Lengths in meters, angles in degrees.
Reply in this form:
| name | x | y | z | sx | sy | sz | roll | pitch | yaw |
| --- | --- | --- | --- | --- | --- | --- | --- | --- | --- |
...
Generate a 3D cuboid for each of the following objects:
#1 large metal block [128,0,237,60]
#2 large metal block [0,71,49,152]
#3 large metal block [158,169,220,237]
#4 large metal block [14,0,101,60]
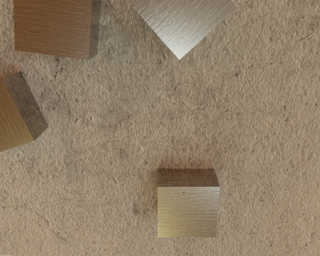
| name | x | y | z | sx | sy | sz | roll | pitch | yaw |
| --- | --- | --- | --- | --- | --- | --- | --- | --- | --- |
| large metal block | 0.024 | -0.137 | 0.346 | 0.080 | 0.050 | 0.080 | -41 | 105 | 13 |
| large metal block | -0.202 | -0.016 | 0.388 | 0.080 | 0.050 | 0.080 | -18 | 109 | 6 |
| large metal block | 0.037 | 0.104 | 0.435 | 0.081 | 0.050 | 0.079 | 0 | 110 | 0 |
| large metal block | -0.113 | -0.125 | 0.349 | 0.081 | 0.050 | 0.079 | 7 | 110 | -3 |
